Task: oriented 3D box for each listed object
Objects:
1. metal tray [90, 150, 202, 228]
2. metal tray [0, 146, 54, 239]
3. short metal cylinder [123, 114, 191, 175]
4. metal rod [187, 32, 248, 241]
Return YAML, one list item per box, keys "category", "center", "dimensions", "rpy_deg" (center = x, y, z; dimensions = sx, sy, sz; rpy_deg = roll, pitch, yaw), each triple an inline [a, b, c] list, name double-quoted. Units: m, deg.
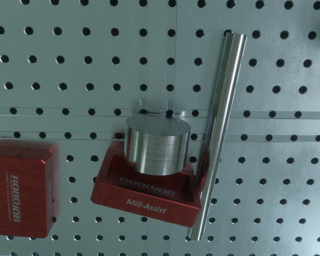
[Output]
- category: "metal tray"
  center: [-0.016, 0.076, 0.406]
  dimensions: [0.131, 0.090, 0.030]
  rpy_deg: [16, 109, -6]
- category: "metal tray"
  center: [-0.203, 0.093, 0.443]
  dimensions: [0.091, 0.030, 0.129]
  rpy_deg: [5, 110, -2]
- category: "short metal cylinder"
  center: [-0.004, 0.018, 0.391]
  dimensions: [0.081, 0.080, 0.050]
  rpy_deg: [6, 110, -2]
- category: "metal rod"
  center: [0.073, 0.025, 0.423]
  dimensions: [0.025, 0.025, 0.298]
  rpy_deg: [7, 110, -3]
